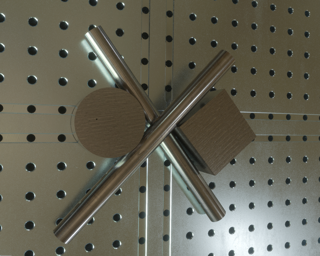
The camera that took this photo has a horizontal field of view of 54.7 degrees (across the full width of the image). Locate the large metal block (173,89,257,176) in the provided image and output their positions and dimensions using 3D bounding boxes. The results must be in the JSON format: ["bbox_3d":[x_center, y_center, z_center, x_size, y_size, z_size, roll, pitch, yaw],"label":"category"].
[{"bbox_3d":[0.068,0.005,0.420,0.080,0.050,0.080,-40,103,-16],"label":"large metal block"}]

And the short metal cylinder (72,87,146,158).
[{"bbox_3d":[-0.063,-0.006,0.372,0.081,0.050,0.079,0,90,-20],"label":"short metal cylinder"}]

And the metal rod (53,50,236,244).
[{"bbox_3d":[-0.015,0.019,0.381,0.025,0.025,0.300,44,84,-15],"label":"metal rod"}]

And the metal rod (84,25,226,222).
[{"bbox_3d":[0.000,0.003,0.408,0.025,0.025,0.299,-38,102,-16],"label":"metal rod"}]
